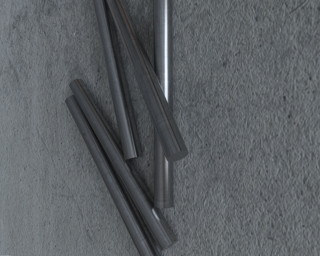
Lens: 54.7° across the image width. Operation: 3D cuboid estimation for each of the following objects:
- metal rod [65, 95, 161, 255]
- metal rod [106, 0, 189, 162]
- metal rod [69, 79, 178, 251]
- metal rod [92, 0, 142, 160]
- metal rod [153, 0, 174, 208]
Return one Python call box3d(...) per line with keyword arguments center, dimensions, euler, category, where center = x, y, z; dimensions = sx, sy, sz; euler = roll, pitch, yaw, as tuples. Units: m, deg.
box3d(center=(-0.077, 0.068, 0.468), dimensions=(0.025, 0.025, 0.299), euler=(-46, 63, 30), category="metal rod")
box3d(center=(-0.029, -0.094, 0.402), dimensions=(0.025, 0.025, 0.299), euler=(-40, 58, 33), category="metal rod")
box3d(center=(-0.064, 0.038, 0.457), dimensions=(0.025, 0.025, 0.299), euler=(-49, 61, 29), category="metal rod")
box3d(center=(-0.070, -0.100, 0.462), dimensions=(0.025, 0.025, 0.299), euler=(-21, 77, 38), category="metal rod")
box3d(center=(0.004, -0.048, 0.401), dimensions=(0.025, 0.025, 0.298), euler=(-1, 90, 40), category="metal rod")
